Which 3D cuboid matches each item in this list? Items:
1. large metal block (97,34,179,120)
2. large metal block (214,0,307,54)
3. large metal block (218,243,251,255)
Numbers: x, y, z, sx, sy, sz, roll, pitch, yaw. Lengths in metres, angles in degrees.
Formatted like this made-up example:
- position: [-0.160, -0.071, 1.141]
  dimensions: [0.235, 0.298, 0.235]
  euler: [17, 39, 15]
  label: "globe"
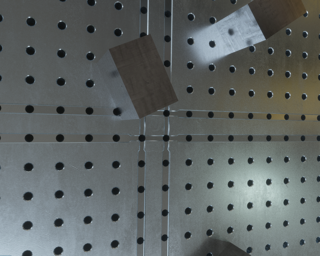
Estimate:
- position: [-0.030, -0.057, 0.373]
  dimensions: [0.050, 0.080, 0.080]
  euler: [-26, 99, -18]
  label: "large metal block"
- position: [0.139, -0.155, 0.436]
  dimensions: [0.080, 0.080, 0.050]
  euler: [-35, 102, -17]
  label: "large metal block"
- position: [0.109, 0.229, 0.442]
  dimensions: [0.080, 0.050, 0.080]
  euler: [-40, 103, -16]
  label: "large metal block"
